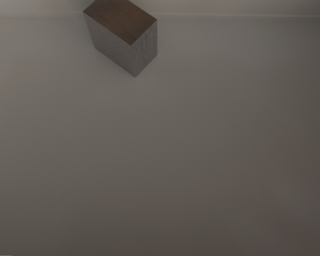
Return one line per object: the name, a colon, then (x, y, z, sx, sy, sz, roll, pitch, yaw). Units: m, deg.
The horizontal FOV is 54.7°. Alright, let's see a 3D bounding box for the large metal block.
large metal block: (-0.051, -0.128, 0.427, 0.080, 0.080, 0.050, 37, 74, 12)
